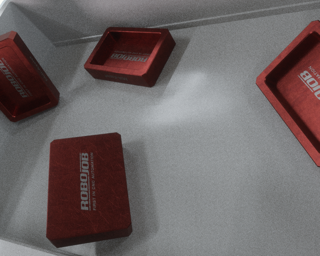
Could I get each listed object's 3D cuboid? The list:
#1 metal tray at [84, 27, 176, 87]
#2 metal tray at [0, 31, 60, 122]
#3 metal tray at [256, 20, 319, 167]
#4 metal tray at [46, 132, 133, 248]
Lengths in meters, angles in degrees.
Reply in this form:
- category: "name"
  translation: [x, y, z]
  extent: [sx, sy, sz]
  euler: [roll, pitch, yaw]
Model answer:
- category: "metal tray"
  translation: [-0.050, -0.118, 0.499]
  extent: [0.130, 0.030, 0.090]
  euler: [14, 69, 33]
- category: "metal tray"
  translation: [-0.235, -0.078, 0.497]
  extent: [0.090, 0.130, 0.030]
  euler: [-22, 40, 5]
- category: "metal tray"
  translation: [0.165, -0.034, 0.310]
  extent: [0.090, 0.030, 0.130]
  euler: [-50, 45, 32]
- category: "metal tray"
  translation: [-0.086, 0.070, 0.379]
  extent: [0.091, 0.030, 0.130]
  euler: [-7, 54, -8]
